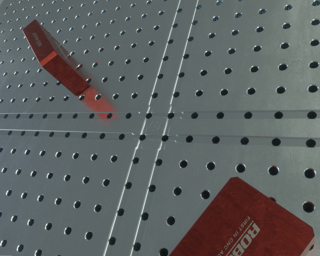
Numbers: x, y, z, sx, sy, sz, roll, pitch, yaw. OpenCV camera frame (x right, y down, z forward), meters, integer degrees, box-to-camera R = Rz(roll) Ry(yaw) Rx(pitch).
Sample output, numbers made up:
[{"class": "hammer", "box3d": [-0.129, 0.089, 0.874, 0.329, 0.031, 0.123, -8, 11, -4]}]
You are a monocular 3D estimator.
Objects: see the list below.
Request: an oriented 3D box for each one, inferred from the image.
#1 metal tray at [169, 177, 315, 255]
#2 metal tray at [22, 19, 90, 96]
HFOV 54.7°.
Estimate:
[{"class": "metal tray", "box3d": [0.069, 0.123, 0.293, 0.090, 0.030, 0.130, 35, 81, 38]}, {"class": "metal tray", "box3d": [-0.179, -0.121, 0.531, 0.030, 0.090, 0.130, -40, 51, 1]}]
